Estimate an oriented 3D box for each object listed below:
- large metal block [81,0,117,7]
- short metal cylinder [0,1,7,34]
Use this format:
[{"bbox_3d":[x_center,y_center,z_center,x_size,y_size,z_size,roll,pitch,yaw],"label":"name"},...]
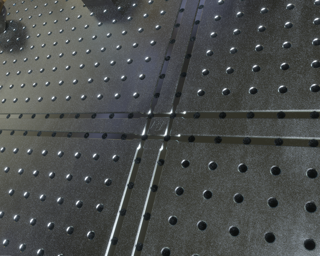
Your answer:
[{"bbox_3d":[-0.121,-0.302,0.641,0.080,0.050,0.080,11,67,32],"label":"large metal block"},{"bbox_3d":[-0.425,-0.277,0.767,0.080,0.080,0.050,-25,53,13],"label":"short metal cylinder"}]
